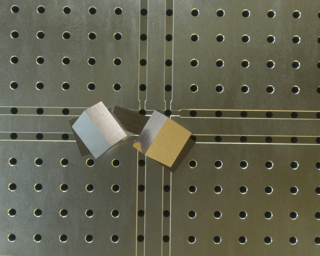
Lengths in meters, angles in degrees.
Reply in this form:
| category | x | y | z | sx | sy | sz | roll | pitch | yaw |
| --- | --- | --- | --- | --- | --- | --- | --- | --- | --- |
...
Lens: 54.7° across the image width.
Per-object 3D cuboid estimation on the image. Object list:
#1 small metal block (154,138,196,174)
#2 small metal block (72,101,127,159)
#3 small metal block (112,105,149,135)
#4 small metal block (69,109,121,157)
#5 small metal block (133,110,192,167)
| category | x | y | z | sx | sy | sz | roll | pitch | yaw |
| --- | --- | --- | --- | --- | --- | --- | --- | --- | --- |
| small metal block | 0.012 | 0.024 | 0.414 | 0.050 | 0.025 | 0.050 | 36 | 90 | -1 |
| small metal block | -0.074 | 0.004 | 0.372 | 0.025 | 0.050 | 0.050 | -37 | 91 | -39 |
| small metal block | -0.035 | -0.008 | 0.400 | 0.050 | 0.050 | 0.025 | 19 | 90 | -1 |
| small metal block | -0.086 | 0.005 | 0.412 | 0.050 | 0.025 | 0.050 | -19 | 90 | -1 |
| small metal block | 0.004 | 0.014 | 0.374 | 0.050 | 0.025 | 0.050 | 32 | 89 | -45 |
